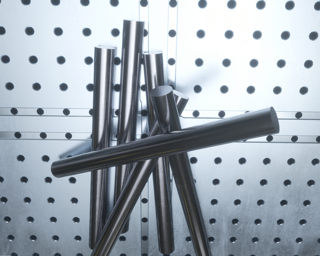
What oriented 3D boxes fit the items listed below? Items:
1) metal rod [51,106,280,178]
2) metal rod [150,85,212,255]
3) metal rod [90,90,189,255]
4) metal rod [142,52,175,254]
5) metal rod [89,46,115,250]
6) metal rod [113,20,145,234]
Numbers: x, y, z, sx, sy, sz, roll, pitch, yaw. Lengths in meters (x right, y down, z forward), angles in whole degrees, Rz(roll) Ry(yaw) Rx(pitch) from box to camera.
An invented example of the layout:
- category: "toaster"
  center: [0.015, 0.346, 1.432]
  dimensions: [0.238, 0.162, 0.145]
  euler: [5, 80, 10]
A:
- category: "metal rod"
  center: [-0.020, 0.025, 0.356]
  dimensions: [0.300, 0.025, 0.025]
  euler: [-15, 112, 32]
- category: "metal rod"
  center: [0.036, 0.082, 0.411]
  dimensions: [0.025, 0.025, 0.299]
  euler: [-13, 122, 5]
- category: "metal rod"
  center: [-0.039, 0.087, 0.417]
  dimensions: [0.025, 0.025, 0.298]
  euler: [23, 108, -8]
- category: "metal rod"
  center: [0.001, 0.048, 0.430]
  dimensions: [0.025, 0.025, 0.298]
  euler: [-4, 110, 1]
- category: "metal rod"
  center: [-0.082, 0.041, 0.427]
  dimensions: [0.025, 0.025, 0.298]
  euler: [5, 110, -2]
- category: "metal rod"
  center: [-0.045, 0.012, 0.417]
  dimensions: [0.025, 0.025, 0.298]
  euler: [5, 110, -2]
